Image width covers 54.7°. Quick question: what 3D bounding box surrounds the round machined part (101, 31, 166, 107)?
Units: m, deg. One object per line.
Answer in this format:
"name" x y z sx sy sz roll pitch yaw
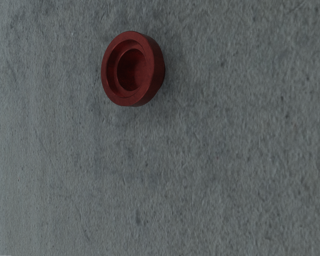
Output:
"round machined part" -0.032 -0.077 0.418 0.098 0.042 0.097 0 90 39
